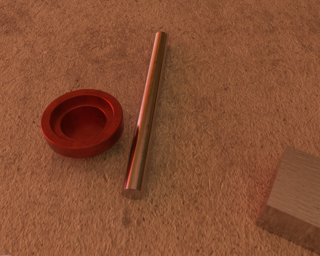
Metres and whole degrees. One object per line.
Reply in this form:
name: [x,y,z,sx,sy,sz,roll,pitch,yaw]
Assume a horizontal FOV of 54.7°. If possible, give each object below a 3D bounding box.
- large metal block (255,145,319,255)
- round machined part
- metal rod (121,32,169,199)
large metal block: [0.156,0.076,0.324,0.080,0.050,0.080,22,54,17]
round machined part: [-0.095,-0.001,0.393,0.099,0.042,0.098,0,50,0]
metal rod: [-0.014,-0.041,0.437,0.025,0.025,0.300,5,50,4]
